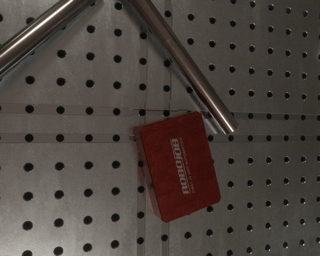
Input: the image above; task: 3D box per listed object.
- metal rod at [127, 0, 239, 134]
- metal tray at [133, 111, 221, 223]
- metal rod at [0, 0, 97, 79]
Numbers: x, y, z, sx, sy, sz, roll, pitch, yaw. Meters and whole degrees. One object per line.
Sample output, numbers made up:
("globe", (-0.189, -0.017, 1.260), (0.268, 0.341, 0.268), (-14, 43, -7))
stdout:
("metal rod", (0.014, -0.113, 0.418), (0.025, 0.025, 0.300), (-42, 104, -15))
("metal tray", (0.025, 0.050, 0.420), (0.091, 0.030, 0.129), (-16, 96, -20))
("metal rod", (-0.165, -0.073, 0.328), (0.025, 0.025, 0.301), (46, 67, -15))
